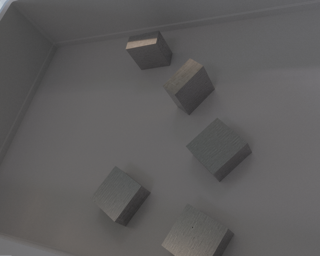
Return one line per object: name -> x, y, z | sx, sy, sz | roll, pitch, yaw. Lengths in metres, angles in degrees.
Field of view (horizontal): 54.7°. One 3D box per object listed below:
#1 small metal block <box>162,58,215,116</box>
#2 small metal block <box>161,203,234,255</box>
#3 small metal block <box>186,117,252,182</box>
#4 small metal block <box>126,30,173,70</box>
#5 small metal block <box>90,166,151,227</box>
small metal block -> 0.038, -0.052, 0.402 | 0.050, 0.050, 0.025 | -46, 51, -4
small metal block -> 0.039, 0.114, 0.316 | 0.050, 0.025, 0.050 | 25, 75, 37
small metal block -> 0.067, 0.024, 0.356 | 0.050, 0.025, 0.050 | -42, 51, -1
small metal block -> -0.015, -0.116, 0.469 | 0.050, 0.050, 0.025 | -3, 60, 26
small metal block -> -0.049, 0.083, 0.381 | 0.050, 0.025, 0.050 | 30, 78, 37
